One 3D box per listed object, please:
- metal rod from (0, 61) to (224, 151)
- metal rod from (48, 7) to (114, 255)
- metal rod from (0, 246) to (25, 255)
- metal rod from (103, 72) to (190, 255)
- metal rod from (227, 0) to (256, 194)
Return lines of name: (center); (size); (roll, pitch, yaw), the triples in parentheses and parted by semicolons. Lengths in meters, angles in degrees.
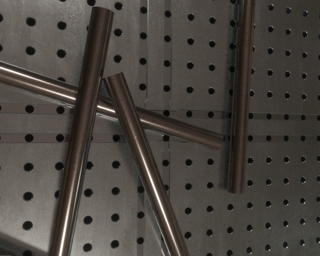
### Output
metal rod: (-0.052, -0.022, 0.394); (0.302, 0.025, 0.025); (18, 84, -20)
metal rod: (-0.092, 0.014, 0.358); (0.025, 0.025, 0.298); (10, 95, -20)
metal rod: (-0.155, 0.163, 0.356); (0.301, 0.025, 0.025); (33, 79, -18)
metal rod: (-0.007, 0.075, 0.394); (0.025, 0.025, 0.298); (-24, 104, -19)
metal rod: (0.121, -0.054, 0.458); (0.025, 0.025, 0.298); (4, 89, -20)
